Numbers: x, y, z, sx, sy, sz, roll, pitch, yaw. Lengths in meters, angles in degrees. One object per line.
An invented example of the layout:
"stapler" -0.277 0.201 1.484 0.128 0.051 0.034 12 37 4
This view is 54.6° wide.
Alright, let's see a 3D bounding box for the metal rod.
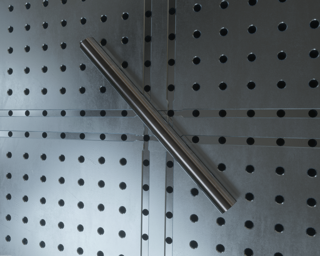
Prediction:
"metal rod" -0.010 -0.012 0.417 0.025 0.025 0.300 -44 76 15
